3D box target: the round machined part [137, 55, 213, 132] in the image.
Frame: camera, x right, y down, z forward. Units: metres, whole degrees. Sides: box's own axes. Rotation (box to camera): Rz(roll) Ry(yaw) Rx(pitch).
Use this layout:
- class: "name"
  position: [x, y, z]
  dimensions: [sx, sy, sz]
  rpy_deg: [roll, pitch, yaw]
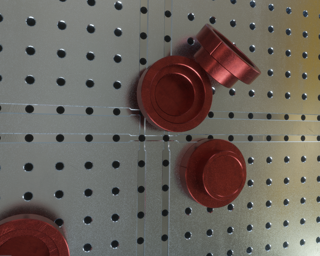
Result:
- class: "round machined part"
  position: [0.016, -0.044, 0.411]
  dimensions: [0.099, 0.042, 0.097]
  rpy_deg: [0, 90, -21]

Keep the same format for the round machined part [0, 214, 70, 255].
- class: "round machined part"
  position: [-0.154, 0.145, 0.347]
  dimensions: [0.099, 0.042, 0.097]
  rpy_deg: [0, 90, -21]

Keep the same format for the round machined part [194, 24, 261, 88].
- class: "round machined part"
  position: [0.085, -0.091, 0.417]
  dimensions: [0.098, 0.098, 0.042]
  rpy_deg: [34, 115, -17]

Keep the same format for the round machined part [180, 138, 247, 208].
- class: "round machined part"
  position: [0.081, 0.064, 0.435]
  dimensions: [0.099, 0.042, 0.097]
  rpy_deg: [0, 90, -20]
